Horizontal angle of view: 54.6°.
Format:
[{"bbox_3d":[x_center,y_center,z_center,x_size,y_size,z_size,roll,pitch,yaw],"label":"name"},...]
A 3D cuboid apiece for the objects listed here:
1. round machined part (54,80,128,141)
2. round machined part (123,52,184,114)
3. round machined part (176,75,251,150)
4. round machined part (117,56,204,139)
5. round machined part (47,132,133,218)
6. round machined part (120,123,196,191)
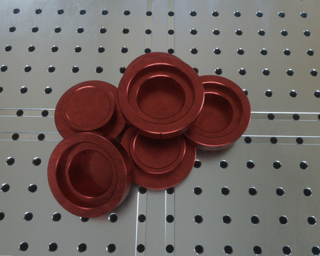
[{"bbox_3d":[-0.090,-0.020,0.410,0.099,0.042,0.098,0,70,0],"label":"round machined part"},{"bbox_3d":[-0.003,-0.064,0.426,0.099,0.042,0.098,0,70,0],"label":"round machined part"},{"bbox_3d":[0.065,-0.017,0.409,0.099,0.042,0.098,0,70,0],"label":"round machined part"},{"bbox_3d":[0.001,-0.033,0.369,0.099,0.042,0.098,0,70,0],"label":"round machined part"},{"bbox_3d":[-0.079,0.052,0.369,0.098,0.042,0.097,1,93,14],"label":"round machined part"},{"bbox_3d":[-0.003,0.028,0.392,0.099,0.042,0.098,0,70,0],"label":"round machined part"}]
